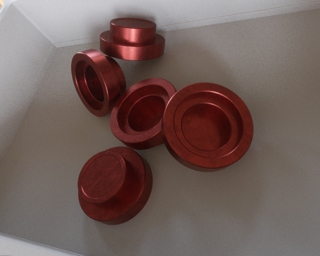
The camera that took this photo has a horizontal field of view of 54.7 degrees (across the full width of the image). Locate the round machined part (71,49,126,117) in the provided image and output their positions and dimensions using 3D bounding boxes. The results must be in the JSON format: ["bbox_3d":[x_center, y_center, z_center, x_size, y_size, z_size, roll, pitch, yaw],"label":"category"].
[{"bbox_3d":[-0.087,-0.069,0.458,0.042,0.097,0.098,-28,43,-34],"label":"round machined part"}]

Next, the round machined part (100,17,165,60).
[{"bbox_3d":[-0.041,-0.138,0.468,0.099,0.042,0.098,4,31,-2],"label":"round machined part"}]

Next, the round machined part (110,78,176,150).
[{"bbox_3d":[-0.013,-0.014,0.408,0.098,0.042,0.098,-16,53,22],"label":"round machined part"}]

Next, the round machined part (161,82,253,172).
[{"bbox_3d":[0.050,0.001,0.349,0.099,0.042,0.098,2,71,-7],"label":"round machined part"}]

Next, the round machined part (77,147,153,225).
[{"bbox_3d":[-0.062,0.067,0.387,0.098,0.042,0.098,-13,56,21],"label":"round machined part"}]
